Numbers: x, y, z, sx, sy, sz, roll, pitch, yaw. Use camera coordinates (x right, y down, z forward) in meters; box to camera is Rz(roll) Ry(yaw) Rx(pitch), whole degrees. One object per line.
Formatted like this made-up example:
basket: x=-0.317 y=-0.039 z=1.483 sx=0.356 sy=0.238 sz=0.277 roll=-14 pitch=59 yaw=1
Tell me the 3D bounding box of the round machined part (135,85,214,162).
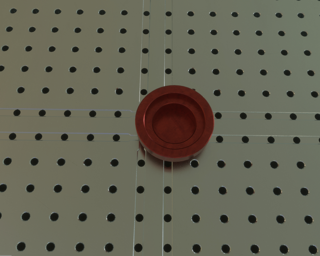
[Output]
round machined part: x=0.018 y=-0.003 z=0.404 sx=0.099 sy=0.042 sz=0.098 roll=0 pitch=70 yaw=-1
